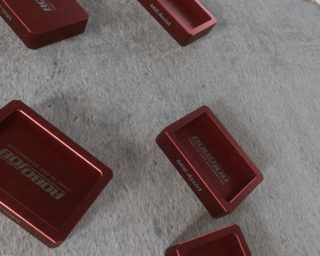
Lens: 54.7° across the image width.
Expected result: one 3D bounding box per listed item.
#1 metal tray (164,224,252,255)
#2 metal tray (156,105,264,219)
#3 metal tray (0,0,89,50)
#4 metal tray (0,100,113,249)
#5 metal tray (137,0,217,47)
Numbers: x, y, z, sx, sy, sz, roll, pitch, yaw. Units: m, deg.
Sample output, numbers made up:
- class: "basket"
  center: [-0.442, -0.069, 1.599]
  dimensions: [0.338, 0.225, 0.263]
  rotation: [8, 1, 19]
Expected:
- class: "metal tray"
  center: [0.069, 0.179, 0.329]
  dimensions: [0.091, 0.030, 0.130]
  rotation: [-7, 65, -32]
- class: "metal tray"
  center: [0.067, 0.041, 0.413]
  dimensions: [0.091, 0.030, 0.130]
  rotation: [-30, 79, -38]
- class: "metal tray"
  center: [-0.172, -0.173, 0.414]
  dimensions: [0.130, 0.030, 0.091]
  rotation: [49, 51, 6]
- class: "metal tray"
  center: [-0.125, 0.043, 0.307]
  dimensions: [0.130, 0.030, 0.090]
  rotation: [38, 51, -3]
- class: "metal tray"
  center: [0.028, -0.212, 0.546]
  dimensions: [0.130, 0.030, 0.091]
  rotation: [48, 51, 5]
